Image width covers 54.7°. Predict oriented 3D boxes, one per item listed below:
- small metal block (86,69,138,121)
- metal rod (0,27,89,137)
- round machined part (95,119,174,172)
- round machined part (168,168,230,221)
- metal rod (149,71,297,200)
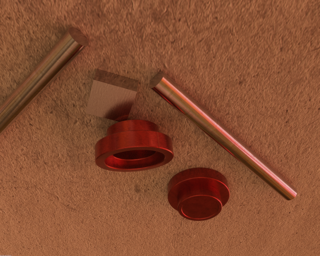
[{"bbox_3d":[-0.058,-0.038,0.375,0.050,0.025,0.050,15,129,-12],"label":"small metal block"},{"bbox_3d":[-0.193,-0.017,0.390,0.299,0.025,0.025,-36,122,26],"label":"metal rod"},{"bbox_3d":[-0.033,0.022,0.398,0.099,0.042,0.098,-6,156,-2],"label":"round machined part"},{"bbox_3d":[0.061,0.111,0.491,0.099,0.042,0.097,0,130,0],"label":"round machined part"},{"bbox_3d":[0.102,0.024,0.428,0.025,0.025,0.301,-37,121,27],"label":"metal rod"}]
